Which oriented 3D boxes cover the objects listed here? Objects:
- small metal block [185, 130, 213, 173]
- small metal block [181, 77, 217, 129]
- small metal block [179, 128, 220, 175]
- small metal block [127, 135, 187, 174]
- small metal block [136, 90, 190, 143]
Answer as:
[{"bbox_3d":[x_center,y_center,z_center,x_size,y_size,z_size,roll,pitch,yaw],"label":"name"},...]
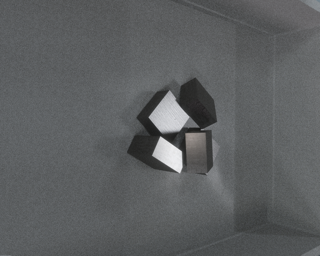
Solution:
[{"bbox_3d":[0.052,0.029,0.403,0.050,0.025,0.050,-11,98,-72],"label":"small metal block"},{"bbox_3d":[0.055,-0.035,0.438,0.050,0.025,0.050,45,30,-31],"label":"small metal block"},{"bbox_3d":[0.056,0.034,0.454,0.050,0.025,0.050,43,64,-32],"label":"small metal block"},{"bbox_3d":[-0.004,0.032,0.386,0.050,0.050,0.025,36,68,-35],"label":"small metal block"},{"bbox_3d":[0.005,-0.014,0.410,0.050,0.025,0.050,51,60,-28],"label":"small metal block"}]
